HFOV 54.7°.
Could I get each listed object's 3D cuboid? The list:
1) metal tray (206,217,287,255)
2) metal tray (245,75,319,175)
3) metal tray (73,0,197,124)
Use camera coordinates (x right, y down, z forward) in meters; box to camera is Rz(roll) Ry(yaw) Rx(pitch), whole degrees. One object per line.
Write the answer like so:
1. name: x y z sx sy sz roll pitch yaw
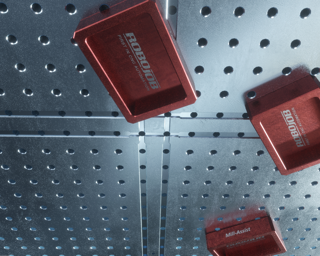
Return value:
1. metal tray: 0.166 0.224 0.601 0.130 0.030 0.090 -23 127 18
2. metal tray: 0.182 0.002 0.413 0.090 0.030 0.130 -26 126 20
3. metal tray: -0.022 -0.071 0.347 0.090 0.030 0.130 -18 128 14
